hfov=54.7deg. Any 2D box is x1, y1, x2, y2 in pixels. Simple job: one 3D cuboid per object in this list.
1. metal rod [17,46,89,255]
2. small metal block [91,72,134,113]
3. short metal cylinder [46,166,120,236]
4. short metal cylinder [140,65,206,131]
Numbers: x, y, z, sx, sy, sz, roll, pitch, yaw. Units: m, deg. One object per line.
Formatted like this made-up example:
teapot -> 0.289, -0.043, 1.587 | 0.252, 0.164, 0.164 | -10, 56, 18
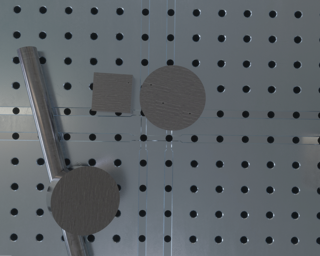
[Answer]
metal rod -> -0.141, 0.040, 0.412 | 0.025, 0.025, 0.298 | -14, 90, 0
small metal block -> -0.062, -0.046, 0.413 | 0.050, 0.025, 0.050 | 4, 90, 0
short metal cylinder -> -0.096, 0.087, 0.385 | 0.081, 0.050, 0.080 | 3, 83, -25
short metal cylinder -> 0.015, -0.037, 0.401 | 0.081, 0.050, 0.079 | 0, 90, 0
